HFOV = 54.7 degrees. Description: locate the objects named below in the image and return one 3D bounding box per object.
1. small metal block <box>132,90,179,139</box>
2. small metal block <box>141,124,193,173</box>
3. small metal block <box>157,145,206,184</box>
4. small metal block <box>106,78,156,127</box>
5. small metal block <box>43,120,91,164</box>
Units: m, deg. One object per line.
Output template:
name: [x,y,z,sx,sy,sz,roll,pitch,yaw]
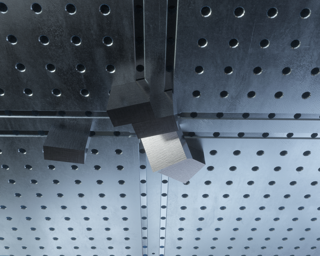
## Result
small metal block: [-0.006,-0.017,0.381,0.050,0.050,0.025,-12,130,9]
small metal block: [0.009,0.027,0.416,0.050,0.050,0.025,-25,167,19]
small metal block: [0.030,0.050,0.455,0.050,0.025,0.050,26,125,-21]
small metal block: [-0.033,-0.031,0.368,0.050,0.050,0.025,-11,129,9]
small metal block: [-0.121,0.018,0.409,0.050,0.050,0.025,8,130,-7]
